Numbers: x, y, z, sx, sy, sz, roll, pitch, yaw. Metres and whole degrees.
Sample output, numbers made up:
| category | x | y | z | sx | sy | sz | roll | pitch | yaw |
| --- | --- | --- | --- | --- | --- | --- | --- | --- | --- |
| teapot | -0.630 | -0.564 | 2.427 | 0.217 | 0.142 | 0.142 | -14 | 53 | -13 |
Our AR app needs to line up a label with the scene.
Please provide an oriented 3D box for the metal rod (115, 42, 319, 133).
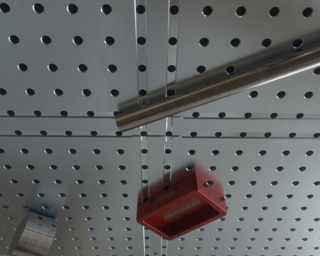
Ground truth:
| category | x | y | z | sx | sy | sz | roll | pitch | yaw |
| --- | --- | --- | --- | --- | --- | --- | --- | --- | --- |
| metal rod | 0.086 | -0.052 | 0.368 | 0.301 | 0.025 | 0.025 | -18 | 128 | 15 |

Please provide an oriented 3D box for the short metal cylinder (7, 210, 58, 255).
| category | x | y | z | sx | sy | sz | roll | pitch | yaw |
| --- | --- | --- | --- | --- | --- | --- | --- | --- | --- |
| short metal cylinder | -0.220 | 0.190 | 0.535 | 0.050 | 0.080 | 0.080 | 29 | 124 | -22 |

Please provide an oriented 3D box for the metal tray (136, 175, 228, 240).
| category | x | y | z | sx | sy | sz | roll | pitch | yaw |
| --- | --- | --- | --- | --- | --- | --- | --- | --- | --- |
| metal tray | 0.035 | 0.140 | 0.527 | 0.130 | 0.030 | 0.090 | -34 | 123 | 25 |
